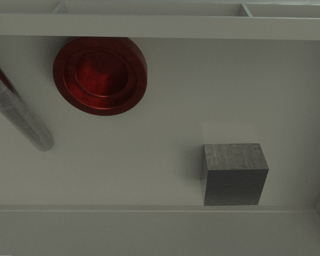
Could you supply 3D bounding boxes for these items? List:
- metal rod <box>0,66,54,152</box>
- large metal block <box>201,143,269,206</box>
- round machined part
[{"bbox_3d":[-0.142,-0.026,0.287,0.025,0.025,0.299,6,161,-5],"label":"metal rod"},{"bbox_3d":[0.104,0.069,0.453,0.081,0.050,0.079,-1,130,0],"label":"large metal block"},{"bbox_3d":[-0.063,-0.064,0.343,0.099,0.042,0.097,-1,130,0],"label":"round machined part"}]
